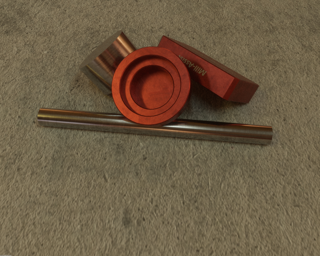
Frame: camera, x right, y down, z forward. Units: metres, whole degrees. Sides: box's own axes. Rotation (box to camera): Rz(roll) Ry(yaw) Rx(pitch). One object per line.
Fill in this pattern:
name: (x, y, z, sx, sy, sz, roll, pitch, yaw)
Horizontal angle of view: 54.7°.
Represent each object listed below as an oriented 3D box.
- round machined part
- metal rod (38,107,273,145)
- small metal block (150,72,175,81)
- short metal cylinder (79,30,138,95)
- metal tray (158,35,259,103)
round machined part: (-0.008, -0.050, 0.395, 0.098, 0.042, 0.097, -1, 85, 12)
metal rod: (-0.009, -0.003, 0.407, 0.302, 0.025, 0.025, 5, 50, 4)
small metal block: (-0.001, -0.066, 0.442, 0.050, 0.050, 0.025, 19, 53, 15)
short metal cylinder: (-0.068, -0.093, 0.441, 0.080, 0.050, 0.080, -33, 26, 19)
metal tray: (0.066, -0.082, 0.438, 0.130, 0.030, 0.091, 38, 21, 27)
